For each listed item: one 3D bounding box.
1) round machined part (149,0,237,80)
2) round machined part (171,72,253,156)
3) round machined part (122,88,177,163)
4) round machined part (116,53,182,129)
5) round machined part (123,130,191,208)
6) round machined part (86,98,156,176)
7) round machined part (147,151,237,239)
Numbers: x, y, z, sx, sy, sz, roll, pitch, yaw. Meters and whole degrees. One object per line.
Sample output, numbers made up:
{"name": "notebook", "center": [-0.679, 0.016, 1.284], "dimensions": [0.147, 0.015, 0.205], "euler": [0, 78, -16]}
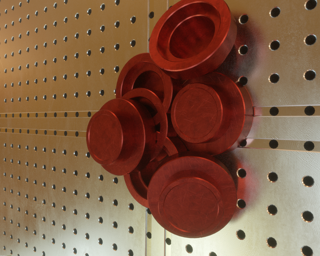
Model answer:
{"name": "round machined part", "center": [0.040, -0.097, 0.352], "dimensions": [0.098, 0.042, 0.098], "euler": [-14, 62, 28]}
{"name": "round machined part", "center": [0.052, -0.016, 0.356], "dimensions": [0.098, 0.042, 0.097], "euler": [0, 90, 40]}
{"name": "round machined part", "center": [-0.015, -0.002, 0.411], "dimensions": [0.098, 0.042, 0.097], "euler": [0, 90, 40]}
{"name": "round machined part", "center": [-0.010, -0.046, 0.408], "dimensions": [0.098, 0.042, 0.097], "euler": [0, 90, 40]}
{"name": "round machined part", "center": [0.001, 0.051, 0.398], "dimensions": [0.098, 0.042, 0.097], "euler": [0, 90, 40]}
{"name": "round machined part", "center": [-0.055, 0.011, 0.390], "dimensions": [0.098, 0.042, 0.097], "euler": [0, 90, 40]}
{"name": "round machined part", "center": [0.034, 0.078, 0.339], "dimensions": [0.098, 0.042, 0.097], "euler": [1, 103, 7]}
